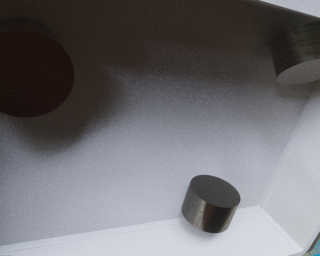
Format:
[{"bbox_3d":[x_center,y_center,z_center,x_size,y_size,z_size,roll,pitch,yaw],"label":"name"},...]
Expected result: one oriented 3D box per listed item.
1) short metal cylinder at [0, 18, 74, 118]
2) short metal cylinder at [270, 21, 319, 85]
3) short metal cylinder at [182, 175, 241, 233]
[{"bbox_3d":[-0.126,-0.056,0.289,0.081,0.050,0.079,-14,124,-21],"label":"short metal cylinder"},{"bbox_3d":[0.192,-0.096,0.410,0.081,0.080,0.050,3,73,-30],"label":"short metal cylinder"},{"bbox_3d":[0.080,0.118,0.489,0.081,0.080,0.050,1,118,-29],"label":"short metal cylinder"}]
